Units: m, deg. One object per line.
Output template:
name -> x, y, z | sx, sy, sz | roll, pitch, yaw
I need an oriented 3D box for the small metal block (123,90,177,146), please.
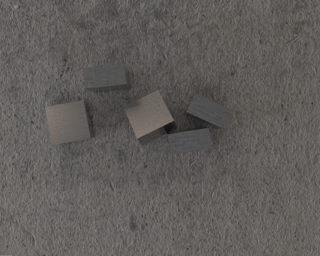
small metal block -> -0.013, -0.013, 0.400 | 0.050, 0.025, 0.050 | -26, 64, 0

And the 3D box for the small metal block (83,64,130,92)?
small metal block -> -0.066, -0.063, 0.397 | 0.050, 0.050, 0.025 | -6, 90, 0

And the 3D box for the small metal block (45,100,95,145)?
small metal block -> -0.118, -0.007, 0.409 | 0.050, 0.025, 0.050 | -10, 90, 0

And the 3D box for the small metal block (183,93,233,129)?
small metal block -> 0.060, -0.020, 0.398 | 0.050, 0.050, 0.025 | 24, 90, 0

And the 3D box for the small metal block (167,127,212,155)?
small metal block -> 0.036, 0.015, 0.397 | 0.050, 0.050, 0.025 | -9, 92, 0
